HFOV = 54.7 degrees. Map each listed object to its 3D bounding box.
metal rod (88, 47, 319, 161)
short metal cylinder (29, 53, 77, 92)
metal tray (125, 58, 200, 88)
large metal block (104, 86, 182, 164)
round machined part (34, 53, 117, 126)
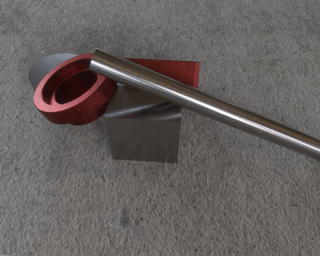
[{"bbox_3d":[0.070,-0.018,0.345,0.302,0.025,0.025,20,49,-15],"label":"metal rod"},{"bbox_3d":[-0.136,-0.061,0.438,0.081,0.050,0.080,0,50,0],"label":"short metal cylinder"},{"bbox_3d":[0.003,-0.074,0.414,0.091,0.030,0.130,4,11,3],"label":"metal tray"},{"bbox_3d":[-0.017,-0.003,0.370,0.080,0.080,0.050,4,50,2],"label":"large metal block"},{"bbox_3d":[-0.095,-0.042,0.370,0.098,0.042,0.098,-13,47,15],"label":"round machined part"}]
